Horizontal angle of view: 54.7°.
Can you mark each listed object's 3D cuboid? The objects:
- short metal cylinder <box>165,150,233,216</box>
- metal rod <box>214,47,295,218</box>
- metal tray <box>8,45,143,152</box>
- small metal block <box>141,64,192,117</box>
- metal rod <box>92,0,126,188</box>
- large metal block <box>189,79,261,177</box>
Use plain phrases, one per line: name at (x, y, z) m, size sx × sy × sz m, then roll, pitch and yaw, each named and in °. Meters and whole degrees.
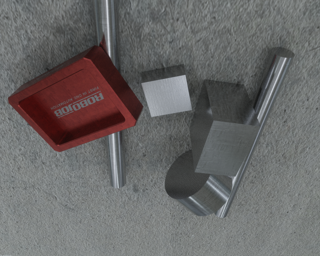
short metal cylinder at (0.054, 0.076, 0.437) m, size 0.080 × 0.080 × 0.050 m, roll -32°, pitch 124°, yaw 24°
metal rod at (0.119, 0.030, 0.434) m, size 0.025 × 0.025 × 0.298 m, roll 4°, pitch 130°, yaw -4°
metal tray at (-0.097, -0.027, 0.355) m, size 0.130 × 0.030 × 0.090 m, roll -19°, pitch 122°, yaw 28°
small metal block at (0.009, -0.044, 0.370) m, size 0.050 × 0.025 × 0.050 m, roll -10°, pitch 130°, yaw 7°
metal rod at (-0.058, -0.030, 0.380) m, size 0.025 × 0.025 × 0.298 m, roll 1°, pitch 130°, yaw -2°
large metal block at (0.072, -0.001, 0.372) m, size 0.050 × 0.080 × 0.079 m, roll 7°, pitch 130°, yaw -7°
